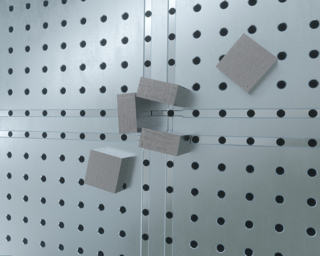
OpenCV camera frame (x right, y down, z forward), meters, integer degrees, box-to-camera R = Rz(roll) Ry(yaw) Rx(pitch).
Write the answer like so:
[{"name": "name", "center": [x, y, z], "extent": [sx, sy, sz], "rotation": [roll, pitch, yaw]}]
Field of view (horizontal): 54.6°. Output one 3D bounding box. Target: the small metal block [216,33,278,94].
[{"name": "small metal block", "center": [0.105, -0.077, 0.376], "extent": [0.050, 0.025, 0.050], "rotation": [43, 103, 15]}]

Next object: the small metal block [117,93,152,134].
[{"name": "small metal block", "center": [-0.033, -0.019, 0.411], "extent": [0.025, 0.050, 0.050], "rotation": [-4, 89, 20]}]

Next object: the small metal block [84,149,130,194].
[{"name": "small metal block", "center": [-0.075, 0.060, 0.440], "extent": [0.050, 0.025, 0.050], "rotation": [14, 95, 19]}]

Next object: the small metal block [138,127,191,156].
[{"name": "small metal block", "center": [0.008, 0.016, 0.397], "extent": [0.050, 0.050, 0.025], "rotation": [12, 94, 19]}]

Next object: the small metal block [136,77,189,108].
[{"name": "small metal block", "center": [0.005, -0.045, 0.398], "extent": [0.050, 0.050, 0.025], "rotation": [15, 95, 19]}]
